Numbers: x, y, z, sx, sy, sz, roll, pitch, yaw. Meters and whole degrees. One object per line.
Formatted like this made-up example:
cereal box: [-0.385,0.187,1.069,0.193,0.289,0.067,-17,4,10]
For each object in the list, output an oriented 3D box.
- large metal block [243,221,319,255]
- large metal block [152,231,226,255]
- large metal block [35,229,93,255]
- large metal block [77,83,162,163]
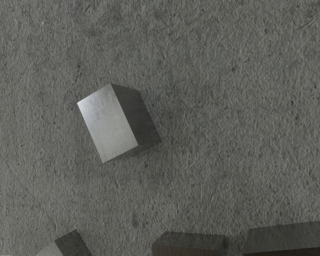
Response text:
large metal block: [0.139,0.140,0.331,0.080,0.080,0.050,-14,86,19]
large metal block: [0.038,0.178,0.382,0.080,0.050,0.080,-3,89,20]
large metal block: [-0.141,0.209,0.446,0.080,0.050,0.080,-40,78,15]
large metal block: [-0.048,-0.006,0.397,0.050,0.080,0.080,-28,81,18]
